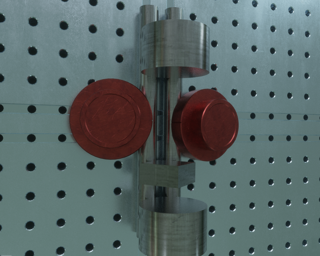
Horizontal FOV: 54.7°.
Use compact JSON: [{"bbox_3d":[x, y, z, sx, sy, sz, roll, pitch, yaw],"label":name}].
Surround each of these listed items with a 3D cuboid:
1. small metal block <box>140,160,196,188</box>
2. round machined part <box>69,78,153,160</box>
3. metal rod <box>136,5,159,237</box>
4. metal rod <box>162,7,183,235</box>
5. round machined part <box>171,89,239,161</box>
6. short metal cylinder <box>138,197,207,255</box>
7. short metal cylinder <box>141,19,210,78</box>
[{"bbox_3d":[0.010,0.055,0.378,0.050,0.050,0.025,2,89,-62],"label":"small metal block"},{"bbox_3d":[-0.058,-0.011,0.369,0.099,0.042,0.097,0,90,-6],"label":"round machined part"},{"bbox_3d":[-0.016,-0.008,0.406,0.025,0.025,0.298,1,90,-20],"label":"metal rod"},{"bbox_3d":[0.017,-0.009,0.418,0.025,0.025,0.298,1,90,-20],"label":"metal rod"},{"bbox_3d":[0.067,-0.004,0.414,0.099,0.042,0.097,0,91,-35],"label":"round machined part"},{"bbox_3d":[0.015,0.115,0.366,0.081,0.080,0.050,1,90,-20],"label":"short metal cylinder"},{"bbox_3d":[0.018,-0.090,0.366,0.081,0.080,0.050,1,90,-20],"label":"short metal cylinder"}]
